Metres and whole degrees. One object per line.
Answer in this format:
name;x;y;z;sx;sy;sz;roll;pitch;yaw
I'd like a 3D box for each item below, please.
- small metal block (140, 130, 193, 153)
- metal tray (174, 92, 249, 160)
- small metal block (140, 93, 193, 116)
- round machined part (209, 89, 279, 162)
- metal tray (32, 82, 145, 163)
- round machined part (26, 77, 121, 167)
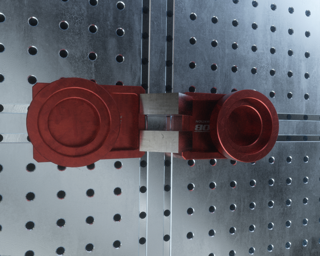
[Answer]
small metal block;0.009;0.016;0.387;0.050;0.050;0.025;1;90;24
metal tray;0.086;-0.002;0.442;0.131;0.030;0.089;1;90;-20
small metal block;0.009;-0.028;0.387;0.050;0.050;0.025;1;90;24
round machined part;0.112;-0.003;0.431;0.099;0.042;0.097;0;90;-20
metal tray;-0.085;-0.007;0.380;0.131;0.030;0.089;-1;92;-20
round machined part;-0.098;-0.006;0.354;0.099;0.042;0.097;0;90;-20
